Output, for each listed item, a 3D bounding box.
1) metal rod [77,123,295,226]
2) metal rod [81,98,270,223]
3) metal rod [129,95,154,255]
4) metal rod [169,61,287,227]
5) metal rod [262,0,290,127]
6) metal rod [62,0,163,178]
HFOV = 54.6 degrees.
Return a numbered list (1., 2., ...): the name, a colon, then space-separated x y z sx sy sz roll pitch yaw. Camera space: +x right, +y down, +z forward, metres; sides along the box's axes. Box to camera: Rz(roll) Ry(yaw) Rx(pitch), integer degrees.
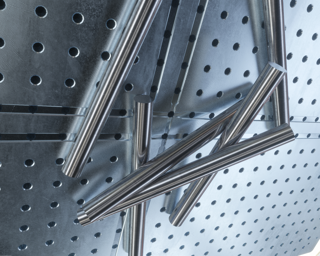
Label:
1. metal rod: 0.031 0.064 0.414 0.301 0.025 0.025 -23 129 4
2. metal rod: 0.033 0.028 0.421 0.301 0.025 0.025 -32 129 -17
3. metal rod: -0.031 0.094 0.451 0.025 0.025 0.298 -9 123 -23
4. metal rod: 0.083 0.042 0.444 0.025 0.025 0.298 5 127 -31
5. metal rod: 0.165 -0.100 0.438 0.025 0.025 0.299 -30 128 -10
6. metal rod: -0.043 -0.073 0.342 0.025 0.025 0.298 16 110 -35
